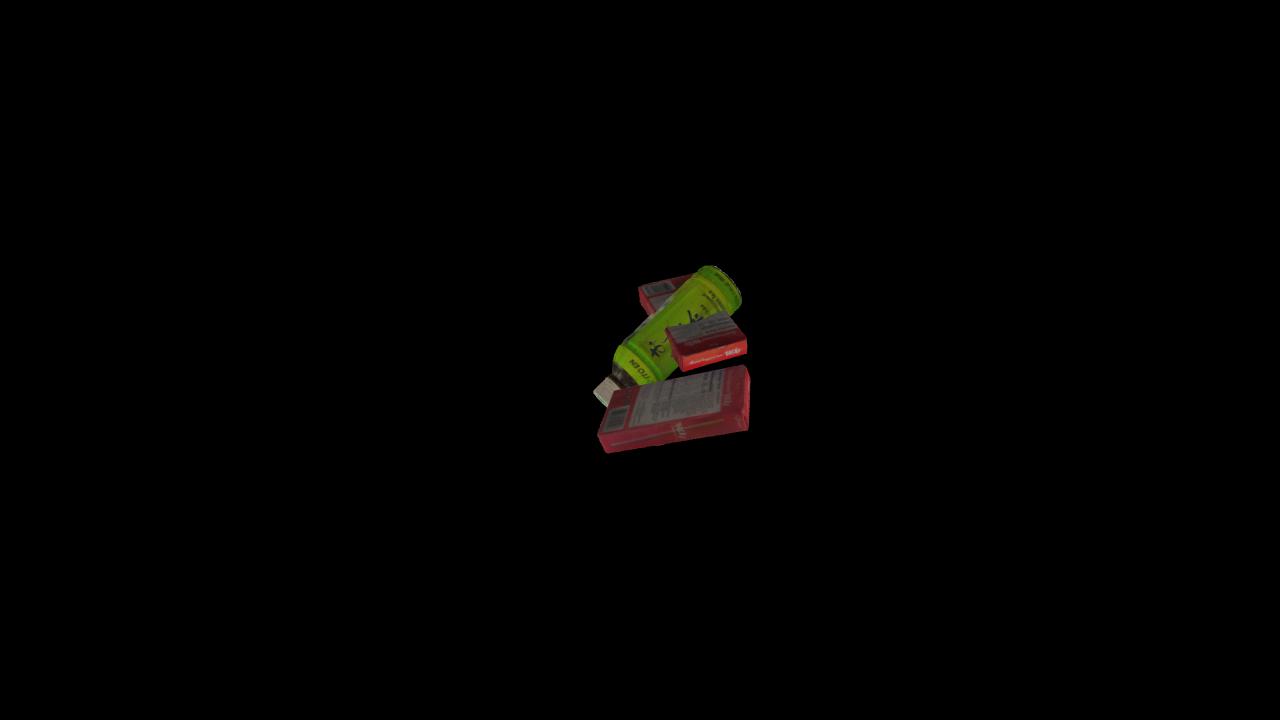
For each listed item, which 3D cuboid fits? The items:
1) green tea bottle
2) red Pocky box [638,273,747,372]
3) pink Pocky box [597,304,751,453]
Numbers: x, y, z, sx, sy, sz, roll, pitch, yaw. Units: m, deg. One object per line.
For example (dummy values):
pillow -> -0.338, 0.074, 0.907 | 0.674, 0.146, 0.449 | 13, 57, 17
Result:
green tea bottle -> 0.029, -0.024, 0.743 | 0.212, 0.073, 0.073 | -43, 9, -10
red Pocky box -> 0.060, -0.050, 0.746 | 0.083, 0.028, 0.155 | -14, 41, -12
pink Pocky box -> 0.038, 0.051, 0.643 | 0.155, 0.029, 0.084 | -12, 28, 18
